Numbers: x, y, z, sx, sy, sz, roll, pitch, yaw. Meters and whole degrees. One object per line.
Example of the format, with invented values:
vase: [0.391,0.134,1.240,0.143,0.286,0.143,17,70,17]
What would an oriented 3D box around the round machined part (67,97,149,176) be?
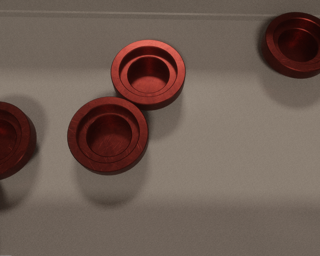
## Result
round machined part: [-0.063,0.013,0.395,0.099,0.042,0.098,0,70,-1]

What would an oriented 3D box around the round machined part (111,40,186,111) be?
round machined part: [-0.015,-0.068,0.425,0.099,0.042,0.098,0,70,-1]

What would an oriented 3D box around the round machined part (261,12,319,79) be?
round machined part: [0.194,-0.113,0.444,0.099,0.042,0.098,0,70,-1]

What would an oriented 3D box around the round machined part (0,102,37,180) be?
round machined part: [-0.205,0.019,0.391,0.099,0.042,0.098,0,70,-1]
